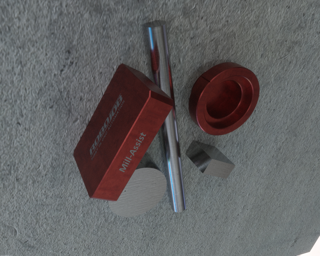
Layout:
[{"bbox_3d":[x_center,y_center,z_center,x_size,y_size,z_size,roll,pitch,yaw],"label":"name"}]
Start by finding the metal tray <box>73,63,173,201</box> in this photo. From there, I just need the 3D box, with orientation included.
[{"bbox_3d":[-0.047,0.003,0.344,0.030,0.090,0.129,20,108,-36],"label":"metal tray"}]

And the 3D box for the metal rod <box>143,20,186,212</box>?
[{"bbox_3d":[0.013,0.007,0.422,0.025,0.025,0.298,-21,127,-17],"label":"metal rod"}]

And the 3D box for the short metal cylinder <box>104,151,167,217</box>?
[{"bbox_3d":[-0.038,0.072,0.417,0.081,0.050,0.079,-14,125,-21],"label":"short metal cylinder"}]

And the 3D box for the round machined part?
[{"bbox_3d":[0.081,-0.042,0.417,0.099,0.042,0.097,-14,125,-21],"label":"round machined part"}]

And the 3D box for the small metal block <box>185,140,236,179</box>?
[{"bbox_3d":[0.074,0.047,0.460,0.050,0.050,0.025,18,109,-36],"label":"small metal block"}]
